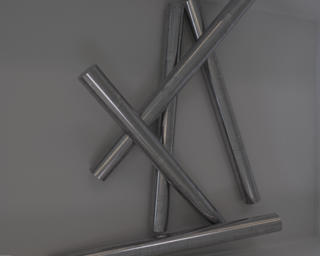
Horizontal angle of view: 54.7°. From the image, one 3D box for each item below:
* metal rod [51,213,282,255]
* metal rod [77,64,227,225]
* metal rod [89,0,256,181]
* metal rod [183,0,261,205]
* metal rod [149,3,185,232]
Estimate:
[{"bbox_3d":[0.014,0.147,0.394,0.302,0.025,0.025,-7,93,-12],"label":"metal rod"},{"bbox_3d":[0.010,0.047,0.384,0.025,0.025,0.300,-46,116,-14],"label":"metal rod"},{"bbox_3d":[0.018,-0.057,0.388,0.025,0.025,0.300,40,88,-16],"label":"metal rod"},{"bbox_3d":[0.089,-0.032,0.443,0.025,0.025,0.298,-21,97,-19],"label":"metal rod"},{"bbox_3d":[0.009,-0.015,0.413,0.025,0.025,0.298,5,88,-20],"label":"metal rod"}]
